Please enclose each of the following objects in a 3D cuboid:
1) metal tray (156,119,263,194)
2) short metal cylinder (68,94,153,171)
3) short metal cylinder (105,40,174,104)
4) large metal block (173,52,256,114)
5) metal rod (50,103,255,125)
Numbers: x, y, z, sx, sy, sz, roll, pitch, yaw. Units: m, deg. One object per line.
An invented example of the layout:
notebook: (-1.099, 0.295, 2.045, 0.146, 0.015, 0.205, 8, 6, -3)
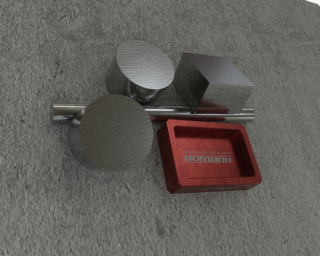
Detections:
metal tray: (0.066, 0.037, 0.414, 0.131, 0.030, 0.090, 3, 60, -27)
short metal cylinder: (-0.055, 0.007, 0.339, 0.081, 0.050, 0.080, 5, 80, -28)
short metal cylinder: (-0.028, -0.071, 0.417, 0.081, 0.050, 0.080, 14, 56, -21)
large metal block: (0.076, -0.065, 0.454, 0.081, 0.050, 0.080, -1, 41, -29)
metal rod: (0.010, -0.018, 0.423, 0.303, 0.025, 0.025, -1, 62, -29)
